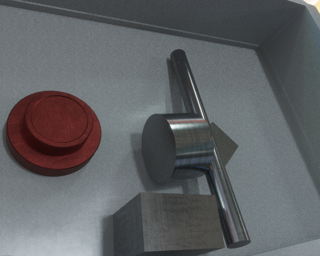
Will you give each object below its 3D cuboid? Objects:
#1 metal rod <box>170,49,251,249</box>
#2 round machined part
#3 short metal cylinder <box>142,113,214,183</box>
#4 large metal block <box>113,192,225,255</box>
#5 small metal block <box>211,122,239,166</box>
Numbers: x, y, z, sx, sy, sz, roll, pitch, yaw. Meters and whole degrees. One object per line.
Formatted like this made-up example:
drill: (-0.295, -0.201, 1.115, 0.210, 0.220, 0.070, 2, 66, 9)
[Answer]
metal rod: (0.055, 0.002, 0.405, 0.025, 0.025, 0.299, 8, 49, -25)
round machined part: (-0.112, -0.001, 0.336, 0.099, 0.042, 0.098, 14, 56, -21)
short metal cylinder: (0.019, 0.022, 0.368, 0.050, 0.080, 0.080, -3, 63, -30)
large metal block: (0.004, 0.102, 0.312, 0.081, 0.080, 0.050, 8, 59, -25)
small metal block: (0.074, 0.028, 0.431, 0.050, 0.025, 0.050, 43, 51, 1)
